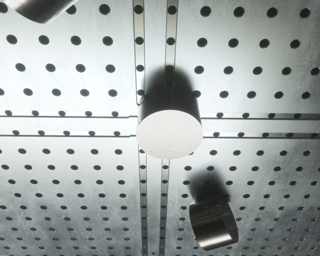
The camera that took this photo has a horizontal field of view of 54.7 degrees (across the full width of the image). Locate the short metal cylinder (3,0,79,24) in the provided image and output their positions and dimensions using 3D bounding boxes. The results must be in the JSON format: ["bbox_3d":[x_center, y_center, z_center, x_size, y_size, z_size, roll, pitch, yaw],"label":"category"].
[{"bbox_3d":[-0.102,-0.136,0.258,0.050,0.080,0.080,-28,125,21],"label":"short metal cylinder"}]

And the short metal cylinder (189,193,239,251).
[{"bbox_3d":[0.089,0.154,0.508,0.050,0.080,0.080,-24,126,19],"label":"short metal cylinder"}]

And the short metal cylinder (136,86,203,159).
[{"bbox_3d":[0.011,-0.006,0.390,0.081,0.050,0.079,-1,130,0],"label":"short metal cylinder"}]
